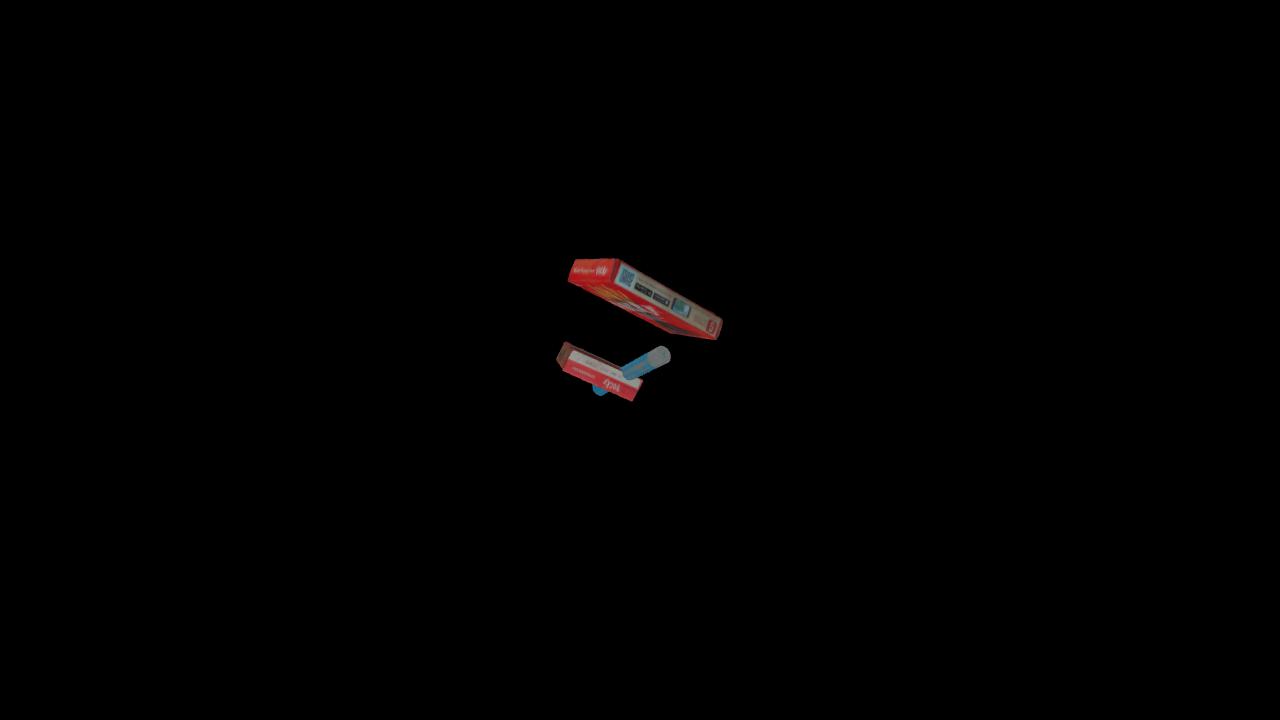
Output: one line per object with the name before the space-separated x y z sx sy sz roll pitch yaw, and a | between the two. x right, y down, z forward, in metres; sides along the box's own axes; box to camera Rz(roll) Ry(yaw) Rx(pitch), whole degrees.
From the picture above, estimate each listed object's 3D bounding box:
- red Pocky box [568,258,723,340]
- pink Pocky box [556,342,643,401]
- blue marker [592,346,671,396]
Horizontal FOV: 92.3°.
red Pocky box | 0.007 -0.063 0.648 0.155 0.028 0.083 25 -7 -36
pink Pocky box | -0.052 0.011 0.713 0.084 0.029 0.155 25 0 -11
blue marker | -0.013 0.014 0.648 0.020 0.020 0.121 0 -19 -40
